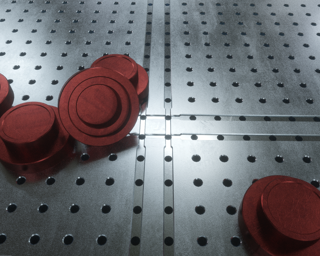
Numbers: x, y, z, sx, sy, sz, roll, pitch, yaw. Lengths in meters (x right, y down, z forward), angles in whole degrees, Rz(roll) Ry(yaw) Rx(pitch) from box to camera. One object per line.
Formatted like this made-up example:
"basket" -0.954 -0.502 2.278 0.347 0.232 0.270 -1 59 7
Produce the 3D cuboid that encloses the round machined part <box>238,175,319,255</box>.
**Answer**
"round machined part" 0.135 0.091 0.322 0.099 0.042 0.098 0 50 0

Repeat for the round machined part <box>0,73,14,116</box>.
"round machined part" -0.249 -0.032 0.420 0.099 0.042 0.098 0 50 0

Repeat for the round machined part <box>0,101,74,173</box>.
"round machined part" -0.162 0.004 0.391 0.099 0.042 0.098 0 50 0

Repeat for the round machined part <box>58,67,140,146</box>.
"round machined part" -0.079 -0.029 0.396 0.099 0.097 0.042 -19 18 -16

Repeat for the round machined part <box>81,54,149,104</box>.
"round machined part" -0.066 -0.072 0.456 0.099 0.042 0.098 0 50 0
